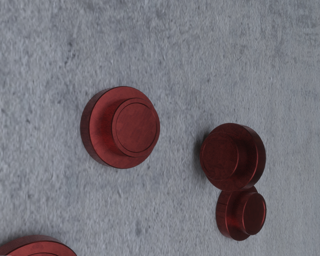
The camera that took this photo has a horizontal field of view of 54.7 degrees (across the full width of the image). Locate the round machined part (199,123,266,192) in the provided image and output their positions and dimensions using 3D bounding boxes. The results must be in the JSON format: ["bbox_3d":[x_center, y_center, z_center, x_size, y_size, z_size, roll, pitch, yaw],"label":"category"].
[{"bbox_3d":[0.095,0.041,0.440,0.042,0.098,0.097,8,85,-40],"label":"round machined part"}]

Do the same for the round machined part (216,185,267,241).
[{"bbox_3d":[0.141,0.139,0.515,0.099,0.042,0.097,0,90,-40],"label":"round machined part"}]

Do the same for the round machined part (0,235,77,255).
[{"bbox_3d":[-0.126,0.149,0.289,0.099,0.042,0.097,0,90,-40],"label":"round machined part"}]

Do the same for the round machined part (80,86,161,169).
[{"bbox_3d":[-0.038,0.000,0.363,0.099,0.042,0.097,0,90,-40],"label":"round machined part"}]
